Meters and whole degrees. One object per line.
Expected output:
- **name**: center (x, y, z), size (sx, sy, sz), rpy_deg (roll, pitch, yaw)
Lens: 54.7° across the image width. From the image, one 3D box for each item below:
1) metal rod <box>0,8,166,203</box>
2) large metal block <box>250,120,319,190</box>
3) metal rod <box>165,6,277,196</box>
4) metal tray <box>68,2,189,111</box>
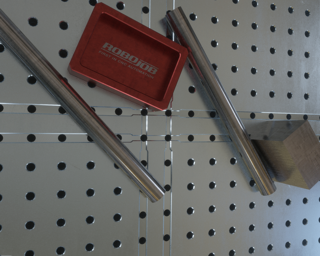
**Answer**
- **metal rod**: center (-0.097, -0.021, 0.376), size (0.025, 0.025, 0.300), rpy_deg (-44, 104, -15)
- **large metal block**: center (0.185, 0.036, 0.452), size (0.050, 0.080, 0.080), rpy_deg (-36, 102, -16)
- **metal rod**: center (0.092, -0.031, 0.446), size (0.025, 0.025, 0.299), rpy_deg (-34, 101, -17)
- **metal tray**: center (-0.038, -0.086, 0.395), size (0.131, 0.030, 0.090), rpy_deg (23, 82, -19)
